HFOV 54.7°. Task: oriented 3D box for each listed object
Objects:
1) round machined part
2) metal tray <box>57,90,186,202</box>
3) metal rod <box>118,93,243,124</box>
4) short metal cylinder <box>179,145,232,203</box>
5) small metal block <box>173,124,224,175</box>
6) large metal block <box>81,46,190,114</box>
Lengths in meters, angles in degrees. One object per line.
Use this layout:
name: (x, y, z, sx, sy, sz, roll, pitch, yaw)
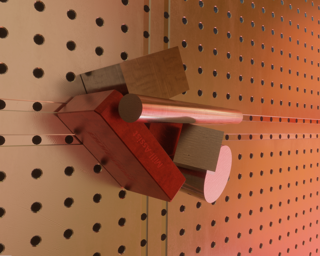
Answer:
round machined part: (-0.001, 0.006, 0.403, 0.099, 0.042, 0.097, 0, 90, -40)
metal tray: (-0.041, 0.021, 0.333, 0.030, 0.090, 0.130, -51, 121, -28)
metal rod: (0.051, -0.018, 0.392, 0.302, 0.025, 0.025, -1, 91, -60)
short metal cylinder: (0.059, 0.057, 0.429, 0.081, 0.050, 0.079, -26, 123, -48)
small metal block: (0.047, 0.025, 0.378, 0.025, 0.050, 0.050, 74, 31, -73)
large metal block: (-0.028, -0.052, 0.349, 0.081, 0.080, 0.050, -27, 107, -37)
